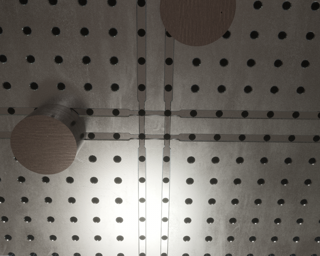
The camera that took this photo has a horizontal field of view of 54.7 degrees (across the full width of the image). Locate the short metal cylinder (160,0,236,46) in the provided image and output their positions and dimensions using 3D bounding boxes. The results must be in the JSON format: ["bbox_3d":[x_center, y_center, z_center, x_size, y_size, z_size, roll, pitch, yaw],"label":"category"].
[{"bbox_3d":[0.040,-0.136,0.351,0.081,0.050,0.079,0,110,-1],"label":"short metal cylinder"}]

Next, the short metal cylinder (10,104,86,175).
[{"bbox_3d":[-0.143,0.013,0.403,0.081,0.050,0.079,0,110,-1],"label":"short metal cylinder"}]
